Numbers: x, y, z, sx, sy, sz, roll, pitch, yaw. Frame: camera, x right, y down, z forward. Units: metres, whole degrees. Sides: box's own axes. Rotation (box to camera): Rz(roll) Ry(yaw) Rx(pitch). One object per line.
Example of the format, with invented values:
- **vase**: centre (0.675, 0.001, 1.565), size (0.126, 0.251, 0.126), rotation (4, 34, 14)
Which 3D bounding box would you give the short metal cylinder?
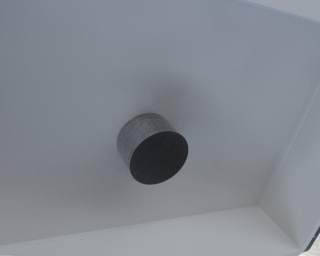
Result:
- **short metal cylinder**: centre (-0.010, 0.027, 0.405), size (0.081, 0.050, 0.079), rotation (-14, 125, -21)
